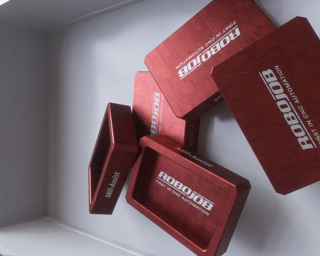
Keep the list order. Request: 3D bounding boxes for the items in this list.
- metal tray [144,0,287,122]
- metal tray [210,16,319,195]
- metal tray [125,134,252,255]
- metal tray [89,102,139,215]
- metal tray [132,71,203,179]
[{"bbox_3d":[0.056,-0.078,0.336,0.130,0.030,0.090,-36,67,18],"label":"metal tray"},{"bbox_3d":[0.116,-0.018,0.275,0.090,0.030,0.130,-30,83,19],"label":"metal tray"},{"bbox_3d":[0.024,0.072,0.345,0.130,0.030,0.089,27,110,34],"label":"metal tray"},{"bbox_3d":[-0.068,0.043,0.417,0.090,0.030,0.129,-107,33,-49],"label":"metal tray"},{"bbox_3d":[0.005,-0.006,0.400,0.090,0.030,0.129,8,95,39],"label":"metal tray"}]
